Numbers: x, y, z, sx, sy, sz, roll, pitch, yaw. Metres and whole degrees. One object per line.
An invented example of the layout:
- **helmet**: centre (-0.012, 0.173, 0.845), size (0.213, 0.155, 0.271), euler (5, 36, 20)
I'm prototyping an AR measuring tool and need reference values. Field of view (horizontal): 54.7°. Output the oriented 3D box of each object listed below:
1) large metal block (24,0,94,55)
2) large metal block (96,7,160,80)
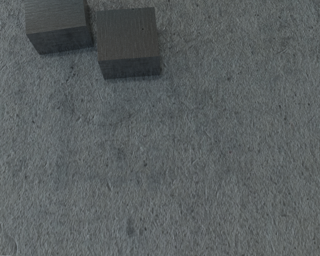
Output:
- **large metal block**: centre (-0.146, -0.160, 0.452), size (0.081, 0.050, 0.080), euler (-10, 70, -4)
- **large metal block**: centre (-0.044, -0.119, 0.438), size (0.081, 0.050, 0.080), euler (-5, 70, -2)
